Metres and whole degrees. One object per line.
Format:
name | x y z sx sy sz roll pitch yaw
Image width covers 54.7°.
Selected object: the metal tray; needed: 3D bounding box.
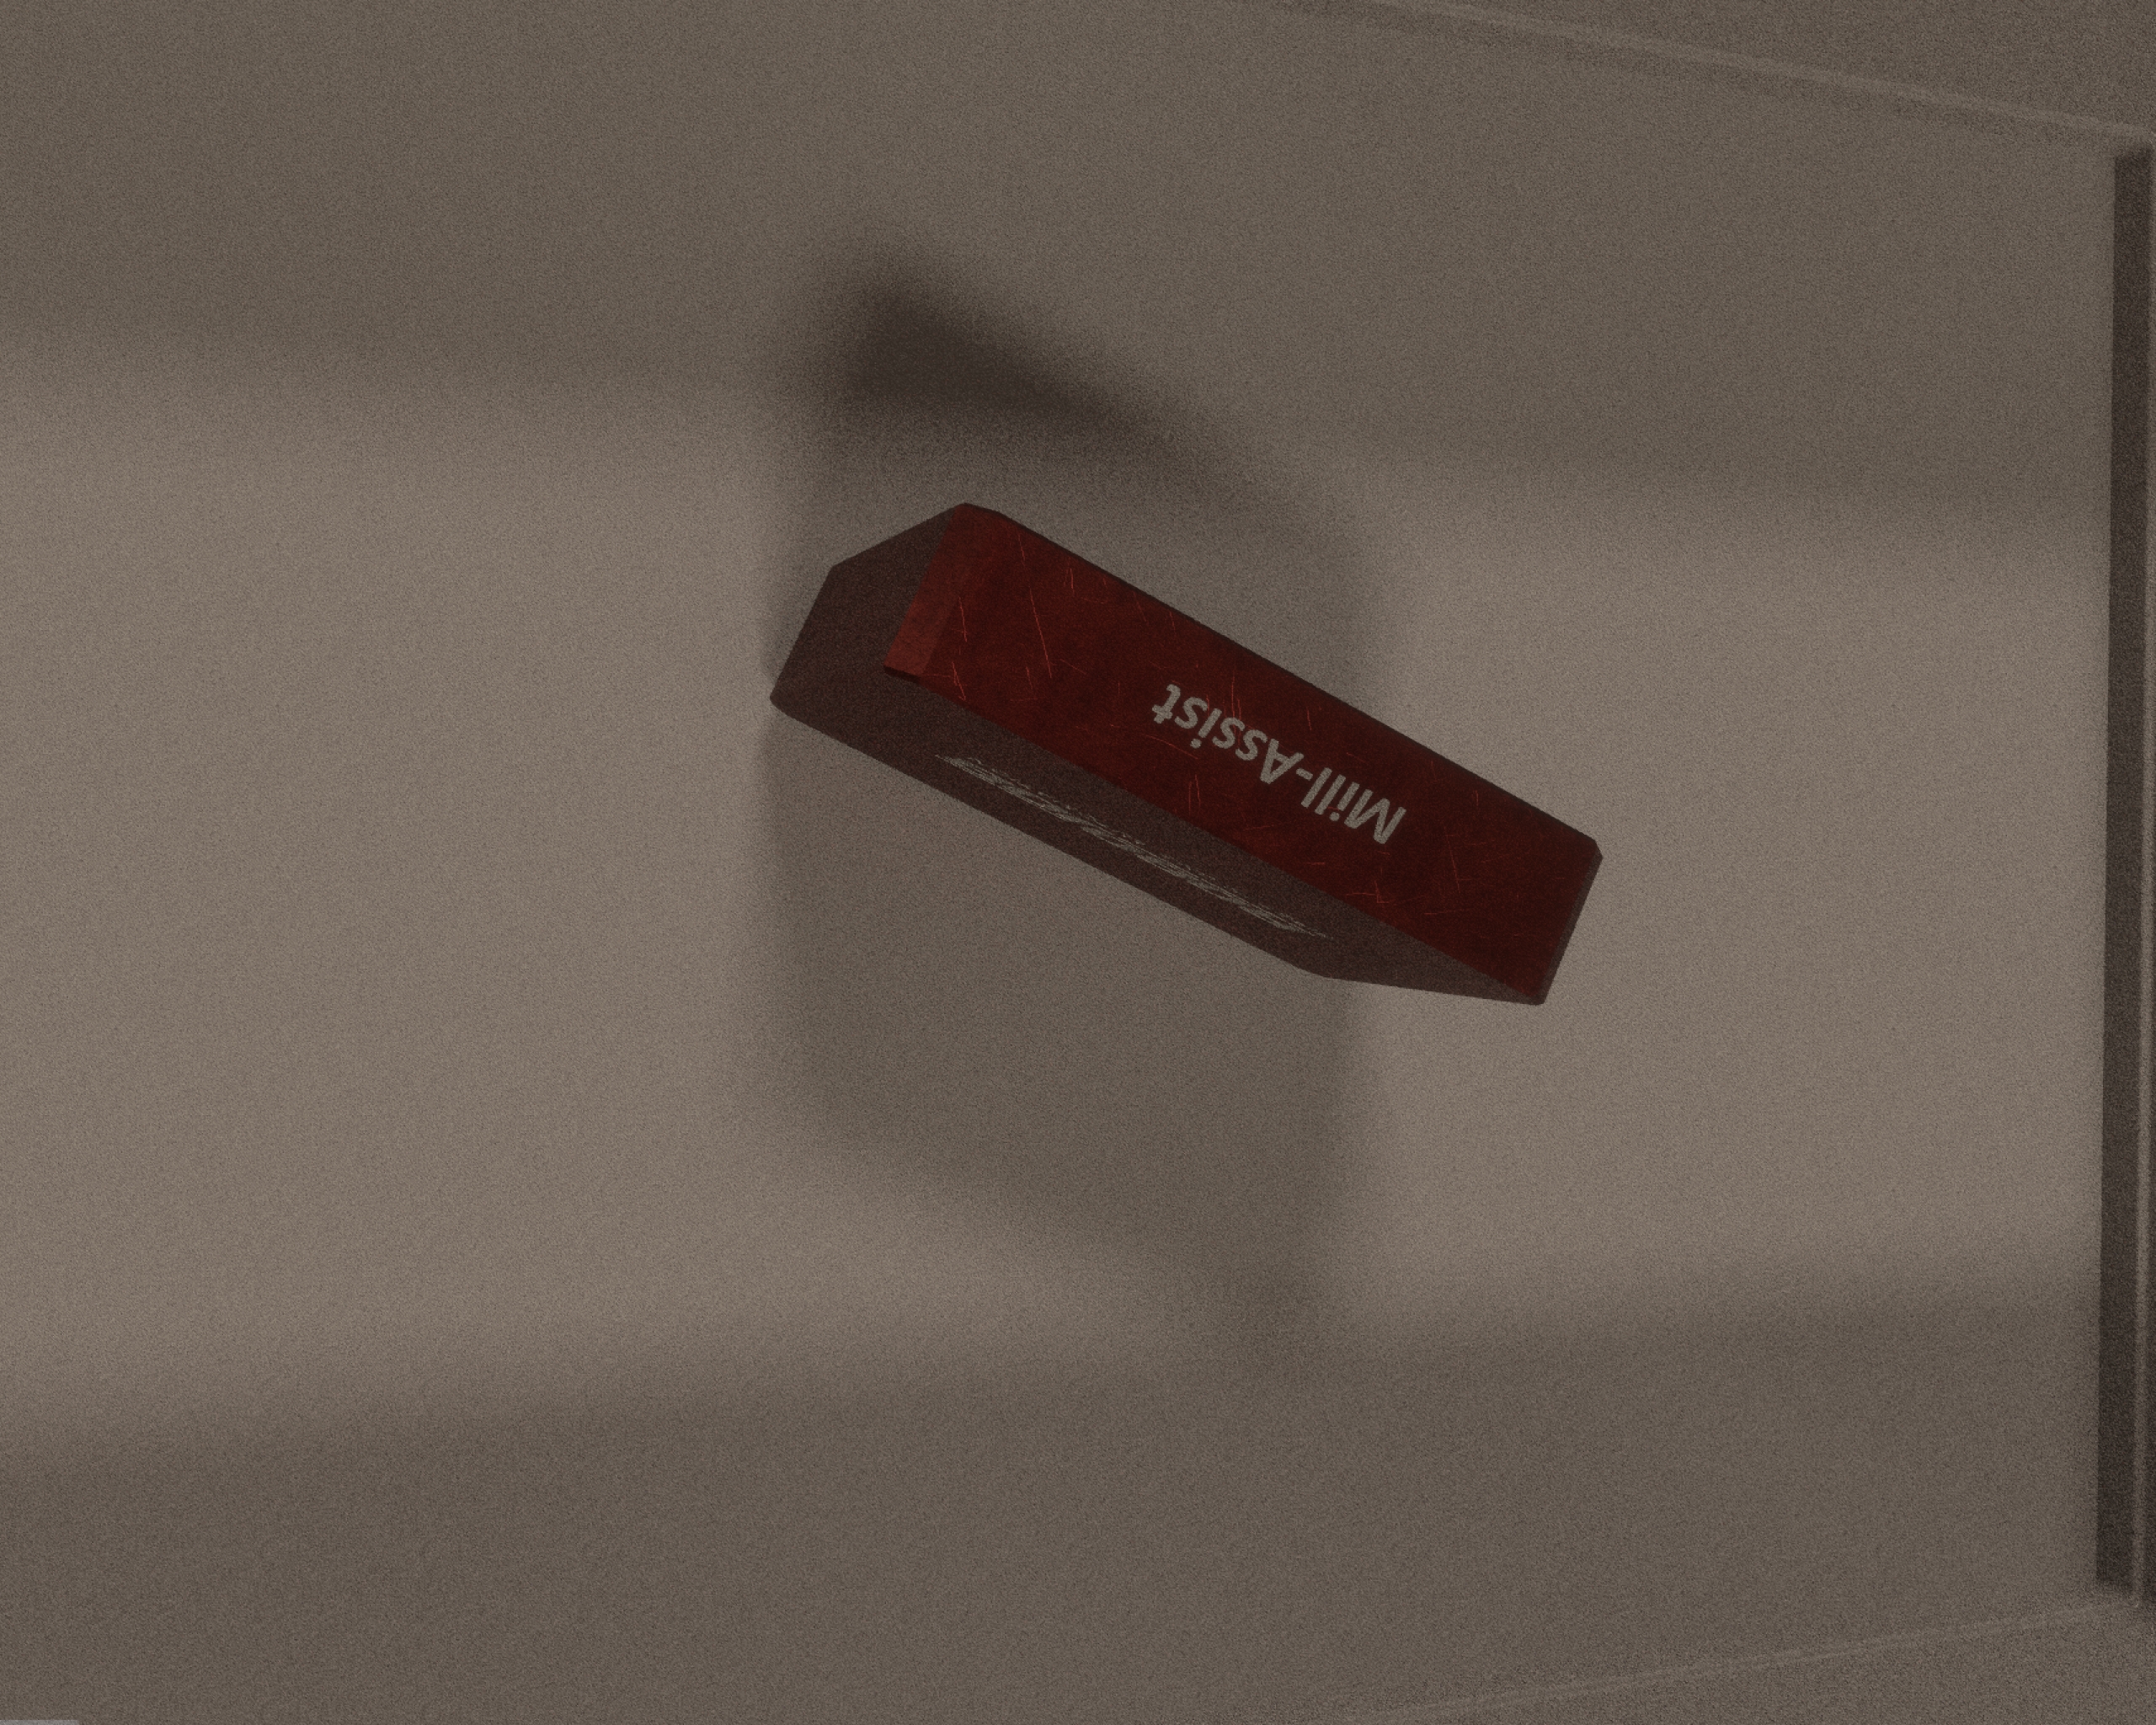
metal tray | 0.017 -0.016 0.380 0.131 0.090 0.030 26 81 -19
